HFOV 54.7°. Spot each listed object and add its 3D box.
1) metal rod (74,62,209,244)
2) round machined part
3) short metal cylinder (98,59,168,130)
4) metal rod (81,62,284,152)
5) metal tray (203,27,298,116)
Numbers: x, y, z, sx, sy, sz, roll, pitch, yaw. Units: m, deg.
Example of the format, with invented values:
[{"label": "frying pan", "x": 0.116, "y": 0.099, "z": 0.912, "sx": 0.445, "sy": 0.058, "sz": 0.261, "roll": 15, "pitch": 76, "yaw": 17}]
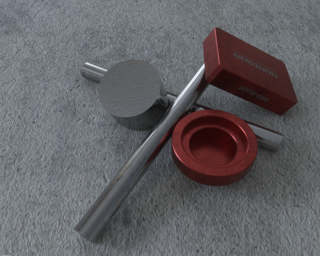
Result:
[{"label": "metal rod", "x": 0.005, "y": 0.003, "z": 0.380, "sx": 0.025, "sy": 0.025, "sz": 0.301, "roll": 27, "pitch": 61, "yaw": 20}, {"label": "round machined part", "x": 0.063, "y": 0.027, "z": 0.371, "sx": 0.099, "sy": 0.042, "sz": 0.098, "roll": 0, "pitch": 50, "yaw": 0}, {"label": "short metal cylinder", "x": -0.033, "y": -0.042, "z": 0.407, "sx": 0.080, "sy": 0.050, "sz": 0.080, "roll": -4, "pitch": 70, "yaw": 11}, {"label": "metal rod", "x": 0.018, "y": -0.035, "z": 0.436, "sx": 0.301, "sy": 0.025, "sz": 0.025, "roll": 22, "pitch": 54, "yaw": 17}, {"label": "metal tray", "x": 0.124, "y": -0.079, "z": 0.432, "sx": 0.131, "sy": 0.030, "sz": 0.090, "roll": 20, "pitch": 47, "yaw": -20}]
